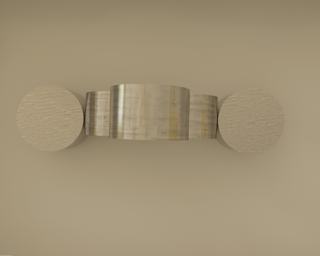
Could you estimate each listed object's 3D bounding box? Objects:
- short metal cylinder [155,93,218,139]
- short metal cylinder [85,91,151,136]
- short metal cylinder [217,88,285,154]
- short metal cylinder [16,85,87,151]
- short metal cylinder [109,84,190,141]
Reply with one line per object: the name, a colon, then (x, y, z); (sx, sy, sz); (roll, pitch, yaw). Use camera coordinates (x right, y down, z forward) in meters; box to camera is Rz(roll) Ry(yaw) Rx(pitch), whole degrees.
short metal cylinder: (0.030, -0.013, 0.382); (0.081, 0.080, 0.050); (2, 90, 0)
short metal cylinder: (-0.051, -0.016, 0.381); (0.081, 0.080, 0.050); (2, 90, 0)
short metal cylinder: (0.110, -0.008, 0.398); (0.081, 0.050, 0.080); (0, 90, 0)
short metal cylinder: (-0.132, -0.012, 0.396); (0.081, 0.050, 0.080); (0, 90, 0)
short metal cylinder: (-0.010, -0.014, 0.313); (0.081, 0.080, 0.050); (2, 90, 0)
